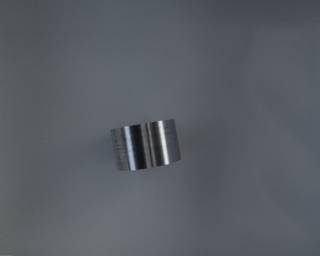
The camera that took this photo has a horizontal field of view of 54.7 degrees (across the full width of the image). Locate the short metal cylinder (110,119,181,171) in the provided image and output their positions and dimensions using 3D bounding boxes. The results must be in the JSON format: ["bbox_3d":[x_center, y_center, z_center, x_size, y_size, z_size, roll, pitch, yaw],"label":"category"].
[{"bbox_3d":[-0.017,0.020,0.384,0.080,0.080,0.050,-10,90,0],"label":"short metal cylinder"}]
